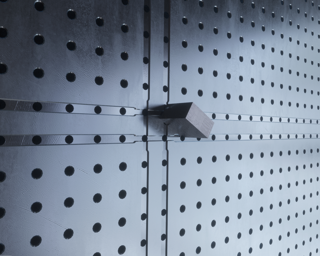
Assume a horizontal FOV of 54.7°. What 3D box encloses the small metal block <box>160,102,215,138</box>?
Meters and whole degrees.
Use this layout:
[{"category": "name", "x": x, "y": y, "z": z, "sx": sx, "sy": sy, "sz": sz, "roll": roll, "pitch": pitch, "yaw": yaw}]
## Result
[{"category": "small metal block", "x": 0.037, "y": -0.010, "z": 0.427, "sx": 0.050, "sy": 0.050, "sz": 0.025, "roll": 39, "pitch": 66, "yaw": -34}]
